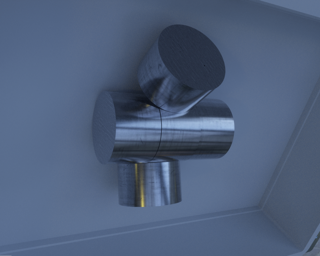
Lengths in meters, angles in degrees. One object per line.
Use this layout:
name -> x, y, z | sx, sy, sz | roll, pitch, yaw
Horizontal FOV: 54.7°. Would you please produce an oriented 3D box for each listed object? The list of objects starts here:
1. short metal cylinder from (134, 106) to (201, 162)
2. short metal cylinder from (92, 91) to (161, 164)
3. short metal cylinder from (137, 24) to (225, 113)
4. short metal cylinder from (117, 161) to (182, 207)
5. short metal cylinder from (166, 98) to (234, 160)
short metal cylinder -> 0.005, 0.001, 0.374 | 0.050, 0.080, 0.079 | 1, 118, -29
short metal cylinder -> -0.040, 0.000, 0.349 | 0.050, 0.080, 0.079 | 1, 118, -29
short metal cylinder -> 0.023, -0.063, 0.335 | 0.081, 0.080, 0.050 | 2, 155, -29
short metal cylinder -> -0.013, 0.069, 0.397 | 0.081, 0.080, 0.050 | 0, 84, -29
short metal cylinder -> 0.049, 0.001, 0.398 | 0.050, 0.080, 0.079 | 1, 118, -29
